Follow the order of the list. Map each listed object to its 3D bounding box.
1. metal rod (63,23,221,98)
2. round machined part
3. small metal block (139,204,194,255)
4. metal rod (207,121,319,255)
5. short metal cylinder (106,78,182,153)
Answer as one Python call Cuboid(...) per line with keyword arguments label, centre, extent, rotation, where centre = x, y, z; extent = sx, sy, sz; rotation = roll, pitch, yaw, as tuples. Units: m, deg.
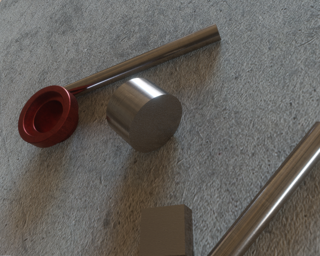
Cuboid(label="metal rod", centre=(-0.053, -0.093, 0.486), extent=(0.301, 0.025, 0.025), rotation=(-18, 55, 17))
Cuboid(label="round machined part", centre=(-0.167, -0.014, 0.484), extent=(0.098, 0.042, 0.098), rotation=(-10, 62, 21))
Cuboid(label="small metal block", centre=(0.007, 0.112, 0.331), extent=(0.050, 0.025, 0.050), rotation=(-12, 57, 21))
Cuboid(label="metal rod", centre=(0.070, 0.113, 0.297), extent=(0.300, 0.025, 0.025), rotation=(-48, 52, -6))
Cuboid(label="short metal cylinder", centre=(-0.019, -0.016, 0.387), extent=(0.080, 0.080, 0.050), rotation=(-48, 52, -6))
